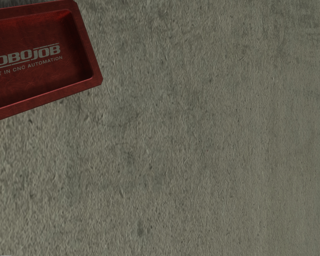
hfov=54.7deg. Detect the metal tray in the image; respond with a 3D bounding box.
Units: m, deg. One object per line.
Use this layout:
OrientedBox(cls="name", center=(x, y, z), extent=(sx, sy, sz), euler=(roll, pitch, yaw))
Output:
OrientedBox(cls="metal tray", center=(-0.128, -0.065, 0.293), extent=(0.131, 0.030, 0.089), euler=(-28, 108, -36))
